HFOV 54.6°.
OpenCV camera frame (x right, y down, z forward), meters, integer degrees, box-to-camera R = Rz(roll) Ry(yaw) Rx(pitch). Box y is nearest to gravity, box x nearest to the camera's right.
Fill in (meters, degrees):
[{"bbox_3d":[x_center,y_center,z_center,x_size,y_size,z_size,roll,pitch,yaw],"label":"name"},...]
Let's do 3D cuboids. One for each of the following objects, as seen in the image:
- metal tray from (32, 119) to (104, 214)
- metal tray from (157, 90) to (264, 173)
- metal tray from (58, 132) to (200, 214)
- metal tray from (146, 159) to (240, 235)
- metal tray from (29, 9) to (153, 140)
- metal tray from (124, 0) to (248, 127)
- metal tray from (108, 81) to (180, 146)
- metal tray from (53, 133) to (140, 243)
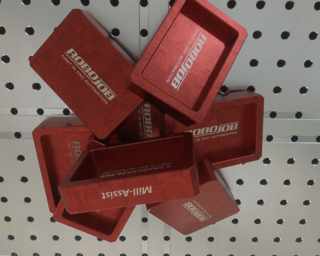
[{"bbox_3d":[-0.115,0.054,0.430,0.090,0.030,0.129,-4,109,1],"label":"metal tray"},{"bbox_3d":[0.066,0.007,0.394,0.131,0.030,0.089,-10,111,-15],"label":"metal tray"},{"bbox_3d":[-0.027,0.043,0.325,0.130,0.090,0.030,-10,110,8],"label":"metal tray"},{"bbox_3d":[0.046,0.097,0.411,0.090,0.030,0.130,-27,141,10],"label":"metal tray"},{"bbox_3d":[-0.079,-0.062,0.369,0.090,0.030,0.130,-43,89,14],"label":"metal tray"},{"bbox_3d":[0.032,-0.078,0.346,0.090,0.030,0.130,32,74,-11],"label":"metal tray"},{"bbox_3d":[-0.019,0.005,0.412,0.090,0.030,0.129,-5,108,0],"label":"metal tray"},{"bbox_3d":[-0.073,0.080,0.407,0.090,0.030,0.129,25,108,-9],"label":"metal tray"}]
